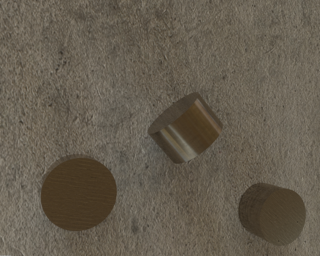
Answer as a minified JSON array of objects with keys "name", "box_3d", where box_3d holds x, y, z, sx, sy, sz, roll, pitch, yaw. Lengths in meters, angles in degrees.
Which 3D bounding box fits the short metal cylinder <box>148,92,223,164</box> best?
[{"name":"short metal cylinder","box_3d":[0.031,-0.001,0.391,0.080,0.080,0.050,-43,104,-15]}]

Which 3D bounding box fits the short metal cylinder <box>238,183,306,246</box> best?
[{"name":"short metal cylinder","box_3d":[0.164,0.125,0.456,0.081,0.050,0.080,0,90,-20]}]

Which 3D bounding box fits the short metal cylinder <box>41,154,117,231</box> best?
[{"name":"short metal cylinder","box_3d":[-0.095,0.072,0.361,0.081,0.050,0.080,0,90,-20]}]
